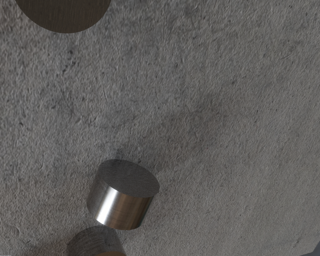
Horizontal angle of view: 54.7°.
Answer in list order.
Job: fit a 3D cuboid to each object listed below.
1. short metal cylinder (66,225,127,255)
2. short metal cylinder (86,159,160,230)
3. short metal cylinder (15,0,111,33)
[{"bbox_3d":[-0.093,0.192,0.459,0.081,0.050,0.079,-14,124,-21],"label":"short metal cylinder"},{"bbox_3d":[-0.047,0.083,0.397,0.081,0.080,0.050,10,113,-33],"label":"short metal cylinder"},{"bbox_3d":[-0.086,-0.127,0.265,0.081,0.050,0.079,-14,124,-21],"label":"short metal cylinder"}]
